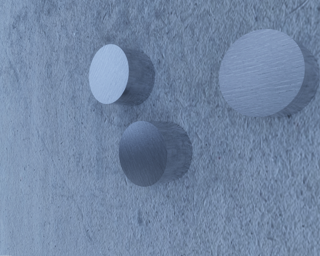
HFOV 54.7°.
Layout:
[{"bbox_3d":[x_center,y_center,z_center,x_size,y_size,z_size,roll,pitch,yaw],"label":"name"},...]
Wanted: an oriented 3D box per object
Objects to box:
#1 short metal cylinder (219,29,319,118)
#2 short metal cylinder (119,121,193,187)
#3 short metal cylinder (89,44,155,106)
[{"bbox_3d":[0.106,-0.050,0.302,0.080,0.050,0.080,0,90,40],"label":"short metal cylinder"},{"bbox_3d":[-0.006,0.031,0.394,0.080,0.050,0.080,0,90,40],"label":"short metal cylinder"},{"bbox_3d":[-0.054,-0.072,0.433,0.080,0.050,0.080,0,90,40],"label":"short metal cylinder"}]
